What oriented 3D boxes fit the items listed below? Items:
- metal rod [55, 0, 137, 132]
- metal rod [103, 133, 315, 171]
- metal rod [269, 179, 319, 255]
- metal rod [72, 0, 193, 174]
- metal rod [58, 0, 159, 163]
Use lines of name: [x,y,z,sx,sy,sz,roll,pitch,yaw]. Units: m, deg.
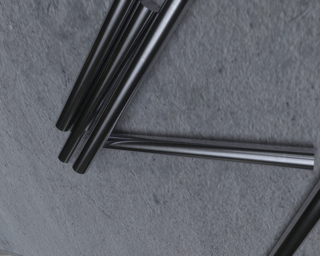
metal rod: [-0.076,-0.094,0.386,0.025,0.025,0.298,40,129,0]
metal rod: [0.033,0.026,0.404,0.301,0.025,0.025,4,120,26]
metal rod: [0.180,0.115,0.382,0.025,0.025,0.298,22,127,14]
metal rod: [-0.045,-0.042,0.383,0.025,0.025,0.298,38,123,2]
metal rod: [-0.084,-0.042,0.423,0.025,0.025,0.298,40,129,1]
